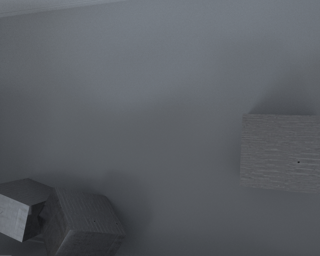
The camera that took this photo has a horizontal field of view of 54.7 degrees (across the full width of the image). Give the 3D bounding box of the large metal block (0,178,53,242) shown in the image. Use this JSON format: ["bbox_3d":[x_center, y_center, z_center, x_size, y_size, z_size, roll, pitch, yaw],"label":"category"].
[{"bbox_3d":[-0.196,0.115,0.451,0.080,0.080,0.050,15,95,19],"label":"large metal block"}]

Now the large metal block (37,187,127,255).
[{"bbox_3d":[-0.102,0.127,0.401,0.050,0.080,0.080,-59,40,11],"label":"large metal block"}]

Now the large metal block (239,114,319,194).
[{"bbox_3d":[0.135,0.026,0.349,0.080,0.050,0.079,3,91,20],"label":"large metal block"}]
